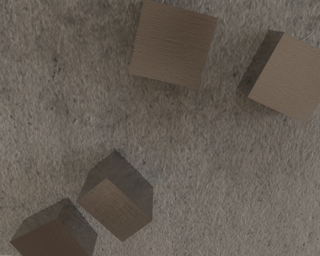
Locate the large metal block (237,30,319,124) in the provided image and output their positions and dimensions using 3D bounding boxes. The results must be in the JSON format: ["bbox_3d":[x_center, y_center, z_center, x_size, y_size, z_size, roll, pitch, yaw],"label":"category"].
[{"bbox_3d":[0.154,-0.063,0.376,0.080,0.050,0.079,23,108,-9],"label":"large metal block"}]

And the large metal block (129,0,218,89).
[{"bbox_3d":[0.013,-0.098,0.361,0.081,0.050,0.079,12,110,-5],"label":"large metal block"}]

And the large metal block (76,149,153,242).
[{"bbox_3d":[-0.055,0.087,0.412,0.050,0.080,0.080,-39,106,13],"label":"large metal block"}]

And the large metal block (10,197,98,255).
[{"bbox_3d":[-0.152,0.162,0.454,0.080,0.050,0.080,-28,108,9],"label":"large metal block"}]
